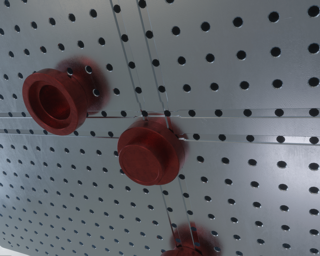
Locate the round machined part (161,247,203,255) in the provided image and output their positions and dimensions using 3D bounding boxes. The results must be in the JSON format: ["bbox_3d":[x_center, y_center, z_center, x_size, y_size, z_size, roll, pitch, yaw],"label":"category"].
[{"bbox_3d":[0.044,0.242,0.527,0.098,0.042,0.097,13,124,21],"label":"round machined part"}]

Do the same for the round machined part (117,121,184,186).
[{"bbox_3d":[-0.019,0.042,0.437,0.098,0.042,0.097,13,124,21],"label":"round machined part"}]

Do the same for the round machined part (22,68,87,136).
[{"bbox_3d":[-0.147,-0.041,0.454,0.098,0.042,0.097,13,124,21],"label":"round machined part"}]
